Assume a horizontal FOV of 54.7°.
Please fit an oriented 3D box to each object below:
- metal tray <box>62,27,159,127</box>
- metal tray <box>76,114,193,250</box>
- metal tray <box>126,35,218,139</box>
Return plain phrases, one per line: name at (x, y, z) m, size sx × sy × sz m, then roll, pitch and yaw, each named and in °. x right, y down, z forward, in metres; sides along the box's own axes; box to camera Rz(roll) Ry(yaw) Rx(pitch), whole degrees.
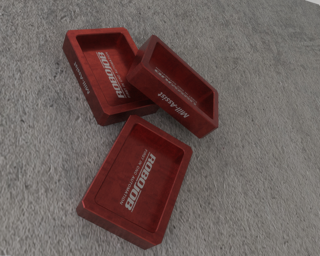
metal tray at (-0.062, -0.073, 0.411) m, size 0.091 × 0.030 × 0.130 m, roll -17°, pitch 70°, yaw -35°
metal tray at (-0.023, 0.057, 0.353) m, size 0.090 × 0.030 × 0.130 m, roll 31°, pitch 52°, yaw -8°
metal tray at (0.023, -0.056, 0.414) m, size 0.130 × 0.030 × 0.090 m, roll 38°, pitch 35°, yaw -20°
